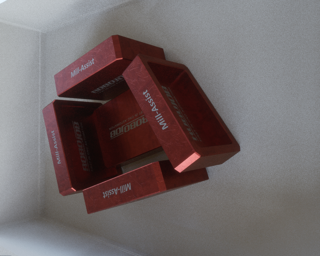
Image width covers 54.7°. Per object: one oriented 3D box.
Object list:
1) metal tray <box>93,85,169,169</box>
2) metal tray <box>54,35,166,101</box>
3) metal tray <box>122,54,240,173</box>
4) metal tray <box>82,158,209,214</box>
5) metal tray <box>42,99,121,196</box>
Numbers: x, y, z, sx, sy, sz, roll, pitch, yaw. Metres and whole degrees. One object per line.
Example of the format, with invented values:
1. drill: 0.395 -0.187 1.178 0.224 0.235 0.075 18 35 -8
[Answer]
1. metal tray: -0.033 -0.005 0.425 0.130 0.030 0.090 -25 75 37
2. metal tray: -0.067 -0.074 0.415 0.130 0.091 0.030 -20 78 38
3. metal tray: 0.024 -0.019 0.341 0.030 0.091 0.130 -44 64 32
4. metal tray: -0.019 0.069 0.375 0.130 0.091 0.030 -26 74 37
5. metal tray: -0.111 0.026 0.451 0.030 0.091 0.129 -27 74 37
